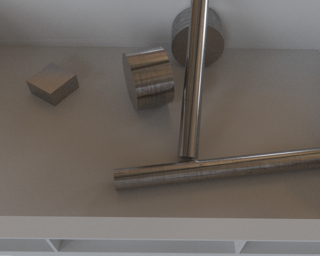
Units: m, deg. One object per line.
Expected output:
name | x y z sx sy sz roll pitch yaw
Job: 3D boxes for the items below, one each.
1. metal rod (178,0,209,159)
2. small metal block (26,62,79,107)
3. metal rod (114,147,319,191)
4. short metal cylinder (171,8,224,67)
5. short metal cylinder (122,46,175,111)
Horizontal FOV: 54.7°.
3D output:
metal rod | 0.048 -0.108 0.412 0.025 0.025 0.299 5 77 4
small metal block | -0.158 -0.065 0.458 0.050 0.025 0.050 27 55 21
metal rod | 0.098 0.045 0.368 0.302 0.025 0.025 -6 50 -5
short metal cylinder | 0.059 -0.142 0.490 0.081 0.080 0.050 1 50 1
short metal cylinder | -0.017 -0.068 0.426 0.050 0.080 0.080 -14 52 -12
